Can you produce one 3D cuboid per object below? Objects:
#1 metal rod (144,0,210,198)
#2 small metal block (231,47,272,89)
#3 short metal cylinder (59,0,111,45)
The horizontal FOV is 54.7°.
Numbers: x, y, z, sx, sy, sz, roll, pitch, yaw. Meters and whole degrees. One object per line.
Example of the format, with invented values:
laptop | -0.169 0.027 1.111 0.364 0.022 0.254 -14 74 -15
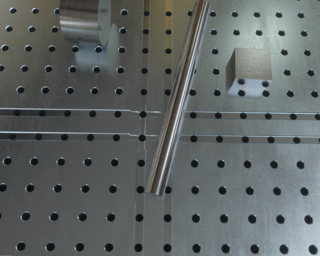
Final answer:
metal rod | 0.029 -0.054 0.431 0.025 0.025 0.299 14 70 4
small metal block | 0.131 -0.086 0.445 0.050 0.025 0.050 4 70 1
short metal cylinder | -0.103 -0.161 0.440 0.050 0.080 0.080 6 70 2
